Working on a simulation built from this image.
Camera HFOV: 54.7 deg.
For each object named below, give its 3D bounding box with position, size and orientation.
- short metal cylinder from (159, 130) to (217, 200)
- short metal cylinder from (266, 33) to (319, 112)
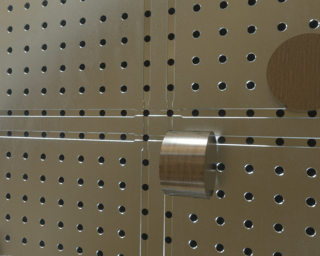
[{"bbox_3d":[0.036,0.043,0.370,0.050,0.080,0.079,1,91,20],"label":"short metal cylinder"},{"bbox_3d":[0.161,-0.058,0.342,0.080,0.050,0.079,0,90,20],"label":"short metal cylinder"}]
